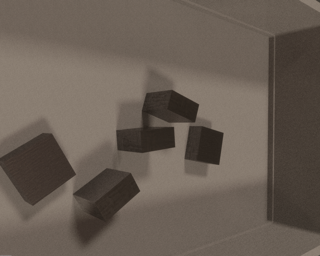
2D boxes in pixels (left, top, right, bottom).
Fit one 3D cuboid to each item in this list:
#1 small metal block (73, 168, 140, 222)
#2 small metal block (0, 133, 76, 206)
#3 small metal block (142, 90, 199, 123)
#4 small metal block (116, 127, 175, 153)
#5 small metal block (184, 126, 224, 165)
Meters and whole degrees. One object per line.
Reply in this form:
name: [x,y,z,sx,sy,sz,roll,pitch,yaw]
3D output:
small metal block: [-0.059,0.072,0.342,0.050,0.050,0.025,-38,114,-34]
small metal block: [-0.121,0.039,0.307,0.050,0.025,0.050,-38,113,-34]
small metal block: [0.014,-0.027,0.404,0.050,0.050,0.025,23,76,-38]
small metal block: [-0.018,0.013,0.377,0.050,0.050,0.025,-7,95,-40]
small metal block: [0.067,0.027,0.465,0.050,0.025,0.050,16,80,-39]
